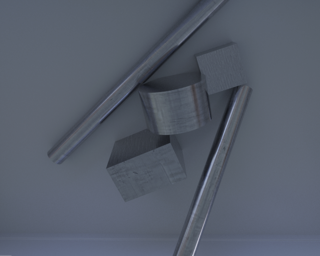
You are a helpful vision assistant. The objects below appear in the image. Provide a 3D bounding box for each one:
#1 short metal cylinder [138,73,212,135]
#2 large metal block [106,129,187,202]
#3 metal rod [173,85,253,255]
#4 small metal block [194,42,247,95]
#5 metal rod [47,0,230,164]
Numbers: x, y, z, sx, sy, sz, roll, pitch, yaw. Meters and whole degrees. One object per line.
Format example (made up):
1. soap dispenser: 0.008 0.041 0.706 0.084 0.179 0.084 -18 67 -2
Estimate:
1. short metal cylinder: 0.019 -0.031 0.371 0.080 0.080 0.050 -11 110 3
2. large metal block: -0.015 0.039 0.396 0.080 0.080 0.050 -22 109 8
3. metal rod: 0.053 0.087 0.378 0.025 0.025 0.299 22 83 -8
4. small metal block: 0.075 -0.074 0.385 0.050 0.025 0.050 -18 109 6
5. metal rod: -0.036 -0.058 0.389 0.299 0.025 0.025 -42 105 13
